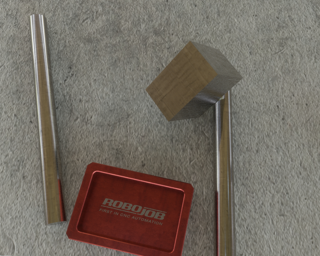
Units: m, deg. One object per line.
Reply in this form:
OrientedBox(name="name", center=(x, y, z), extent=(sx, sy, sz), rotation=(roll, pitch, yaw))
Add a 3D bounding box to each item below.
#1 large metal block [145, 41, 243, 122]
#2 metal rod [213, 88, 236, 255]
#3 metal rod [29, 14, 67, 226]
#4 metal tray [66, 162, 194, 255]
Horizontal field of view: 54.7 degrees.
OrientedBox(name="large metal block", center=(0.043, -0.055, 0.382), extent=(0.080, 0.080, 0.050), rotation=(-44, 71, 29))
OrientedBox(name="metal rod", center=(0.078, 0.078, 0.380), extent=(0.025, 0.025, 0.299), rotation=(3, 70, 1))
OrientedBox(name="metal rod", center=(-0.153, -0.025, 0.415), extent=(0.025, 0.025, 0.299), rotation=(-11, 70, -4))
OrientedBox(name="metal tray", center=(-0.032, 0.099, 0.368), extent=(0.131, 0.030, 0.090), rotation=(12, 70, 4))
